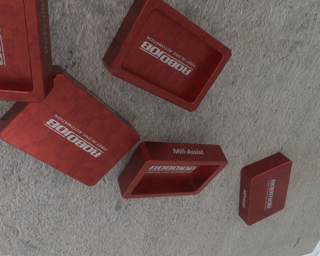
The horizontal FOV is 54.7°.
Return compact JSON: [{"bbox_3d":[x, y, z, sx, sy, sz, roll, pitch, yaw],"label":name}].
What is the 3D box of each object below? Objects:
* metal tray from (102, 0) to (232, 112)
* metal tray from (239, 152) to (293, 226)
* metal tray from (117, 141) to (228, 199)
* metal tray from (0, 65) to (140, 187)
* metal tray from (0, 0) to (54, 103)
[{"bbox_3d":[0.012,-0.082,0.359,0.131,0.030,0.090,22,107,-36],"label":"metal tray"},{"bbox_3d":[0.196,0.116,0.583,0.091,0.030,0.129,-19,126,-17],"label":"metal tray"},{"bbox_3d":[0.018,0.060,0.431,0.131,0.030,0.089,4,137,-31],"label":"metal tray"},{"bbox_3d":[-0.097,0.003,0.353,0.090,0.030,0.130,-46,129,3],"label":"metal tray"},{"bbox_3d":[-0.140,-0.088,0.251,0.091,0.030,0.129,4,119,-5],"label":"metal tray"}]
